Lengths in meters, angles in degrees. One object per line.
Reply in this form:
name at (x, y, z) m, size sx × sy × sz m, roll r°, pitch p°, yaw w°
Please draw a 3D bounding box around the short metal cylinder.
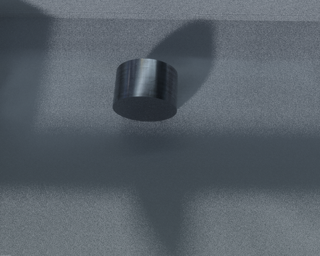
short metal cylinder at (-0.018, -0.046, 0.397) m, size 0.080 × 0.080 × 0.050 m, roll 2°, pitch 70°, yaw 1°
